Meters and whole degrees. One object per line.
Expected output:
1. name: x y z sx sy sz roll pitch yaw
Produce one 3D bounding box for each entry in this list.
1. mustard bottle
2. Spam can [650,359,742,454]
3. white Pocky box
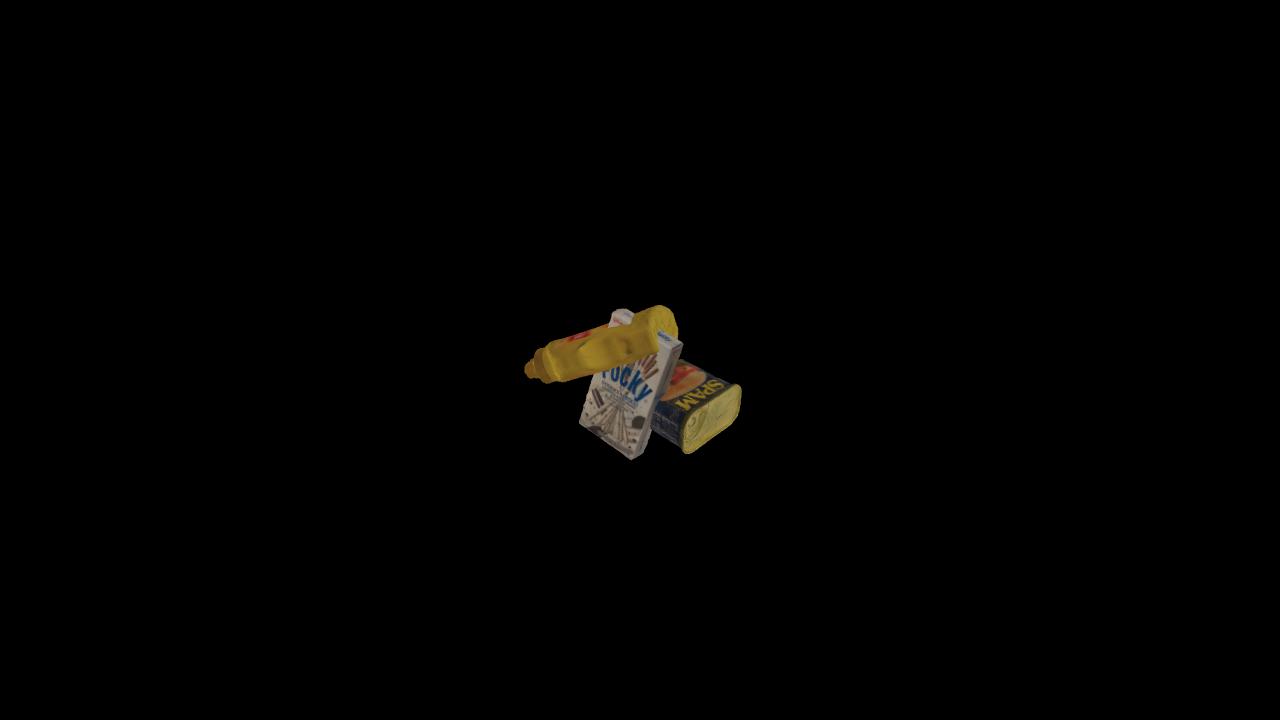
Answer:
1. mustard bottle: -0.053 -0.010 0.697 0.184 0.054 0.092 -16 16 23
2. Spam can: 0.051 0.049 0.703 0.085 0.058 0.101 28 41 36
3. white Pocky box: -0.013 0.029 0.683 0.084 0.154 0.028 32 32 23
